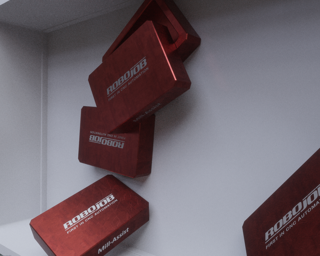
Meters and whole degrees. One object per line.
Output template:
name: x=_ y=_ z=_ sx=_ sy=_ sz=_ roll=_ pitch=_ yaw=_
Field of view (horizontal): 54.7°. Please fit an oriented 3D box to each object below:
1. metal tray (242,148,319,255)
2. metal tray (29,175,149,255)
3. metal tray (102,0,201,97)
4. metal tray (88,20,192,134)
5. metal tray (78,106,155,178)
metal tray: x=0.126 y=0.080 z=0.261 sx=0.030 sy=0.090 sz=0.129 roll=31 pitch=116 yaw=-8
metal tray: x=-0.090 y=0.123 z=0.412 sx=0.090 sy=0.131 sz=0.030 roll=28 pitch=133 yaw=36
metal tray: x=-0.017 y=-0.104 z=0.417 sx=0.129 sy=0.030 sz=0.090 roll=-44 pitch=64 yaw=31
metal tray: x=-0.032 y=-0.059 z=0.390 sx=0.130 sy=0.030 sz=0.090 roll=-32 pitch=70 yaw=35
metal tray: x=-0.068 y=0.016 z=0.460 sx=0.130 sy=0.030 sz=0.089 roll=8 pitch=95 yaw=39
